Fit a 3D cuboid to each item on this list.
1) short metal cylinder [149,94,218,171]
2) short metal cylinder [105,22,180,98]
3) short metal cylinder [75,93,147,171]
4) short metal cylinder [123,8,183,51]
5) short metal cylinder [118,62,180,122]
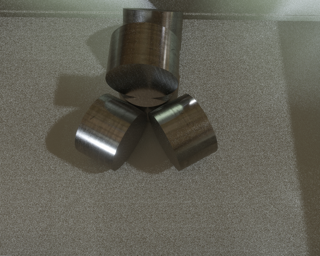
[{"bbox_3d":[0.027,0.005,0.377,0.050,0.080,0.080,-27,73,-9],"label":"short metal cylinder"},{"bbox_3d":[-0.018,-0.074,0.352,0.080,0.080,0.050,3,70,1],"label":"short metal cylinder"},{"bbox_3d":[-0.058,0.005,0.376,0.050,0.080,0.080,28,72,10],"label":"short metal cylinder"},{"bbox_3d":[-0.010,-0.134,0.421,0.080,0.080,0.050,4,113,1],"label":"short metal cylinder"},{"bbox_3d":[-0.015,-0.055,0.413,0.081,0.050,0.080,0,70,0],"label":"short metal cylinder"}]
